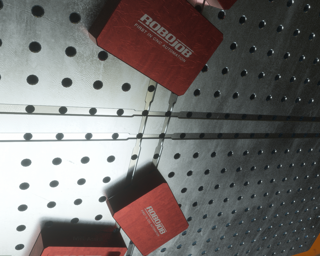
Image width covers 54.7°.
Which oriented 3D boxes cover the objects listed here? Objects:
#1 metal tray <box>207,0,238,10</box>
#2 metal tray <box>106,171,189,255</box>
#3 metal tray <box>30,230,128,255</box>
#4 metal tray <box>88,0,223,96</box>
[{"bbox_3d":[0.059,-0.201,0.317,0.090,0.030,0.130,-48,129,5],"label":"metal tray"},{"bbox_3d":[-0.015,0.137,0.486,0.090,0.030,0.130,-31,129,-9],"label":"metal tray"},{"bbox_3d":[-0.125,0.199,0.463,0.131,0.030,0.089,17,109,-35],"label":"metal tray"},{"bbox_3d":[0.000,-0.103,0.346,0.131,0.030,0.090,27,103,-38],"label":"metal tray"}]
